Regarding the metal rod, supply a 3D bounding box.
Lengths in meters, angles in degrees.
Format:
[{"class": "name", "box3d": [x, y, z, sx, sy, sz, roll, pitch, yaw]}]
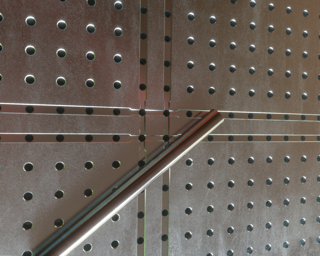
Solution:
[{"class": "metal rod", "box3d": [-0.031, 0.073, 0.402, 0.301, 0.025, 0.025, -38, 103, -16]}]
